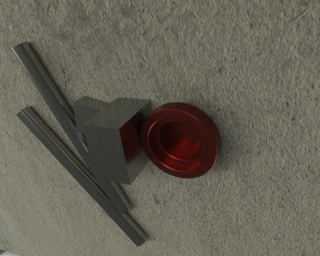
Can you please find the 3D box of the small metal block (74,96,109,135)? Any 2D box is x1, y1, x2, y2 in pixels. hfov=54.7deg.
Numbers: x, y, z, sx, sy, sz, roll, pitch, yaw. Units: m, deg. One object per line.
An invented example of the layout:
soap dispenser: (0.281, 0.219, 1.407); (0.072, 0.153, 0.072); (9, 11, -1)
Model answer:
small metal block: (-0.094, -0.014, 0.446); (0.050, 0.025, 0.050); (17, 125, 18)

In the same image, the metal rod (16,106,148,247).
metal rod: (-0.127, 0.085, 0.524); (0.025, 0.025, 0.300); (-34, 100, 38)

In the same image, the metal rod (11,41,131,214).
metal rod: (-0.129, 0.009, 0.478); (0.025, 0.025, 0.299); (-17, 110, 34)

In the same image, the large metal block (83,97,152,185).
large metal block: (-0.047, 0.014, 0.403); (0.050, 0.080, 0.079); (7, 122, 24)

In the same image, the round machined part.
round machined part: (0.029, 0.011, 0.387); (0.098, 0.042, 0.097); (13, 124, 20)
